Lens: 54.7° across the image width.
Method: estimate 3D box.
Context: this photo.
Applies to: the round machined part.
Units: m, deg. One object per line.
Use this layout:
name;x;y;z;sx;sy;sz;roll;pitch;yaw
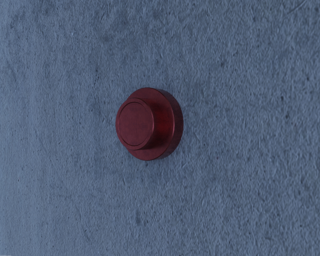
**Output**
round machined part;-0.021;-0.005;0.410;0.098;0.042;0.097;0;90;39
